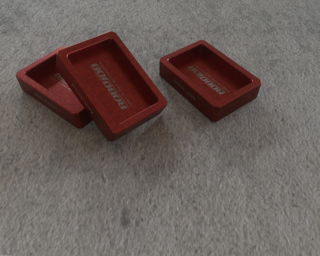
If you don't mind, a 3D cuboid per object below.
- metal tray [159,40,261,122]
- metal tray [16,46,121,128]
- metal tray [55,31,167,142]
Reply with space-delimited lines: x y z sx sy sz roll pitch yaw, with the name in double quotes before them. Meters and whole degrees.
"metal tray" 0.071 -0.076 0.464 0.091 0.030 0.130 -29 56 -23
"metal tray" -0.130 -0.064 0.451 0.130 0.030 0.090 31 56 23
"metal tray" -0.064 -0.058 0.409 0.091 0.030 0.130 -32 82 -30
